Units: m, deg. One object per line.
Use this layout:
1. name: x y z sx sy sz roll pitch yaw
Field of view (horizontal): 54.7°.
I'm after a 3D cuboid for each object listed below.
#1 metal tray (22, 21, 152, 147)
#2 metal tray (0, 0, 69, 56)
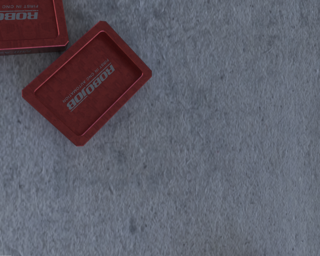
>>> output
1. metal tray: -0.085 -0.053 0.375 0.090 0.030 0.130 46 75 -15
2. metal tray: -0.175 -0.128 0.341 0.131 0.030 0.089 -10 94 -20
